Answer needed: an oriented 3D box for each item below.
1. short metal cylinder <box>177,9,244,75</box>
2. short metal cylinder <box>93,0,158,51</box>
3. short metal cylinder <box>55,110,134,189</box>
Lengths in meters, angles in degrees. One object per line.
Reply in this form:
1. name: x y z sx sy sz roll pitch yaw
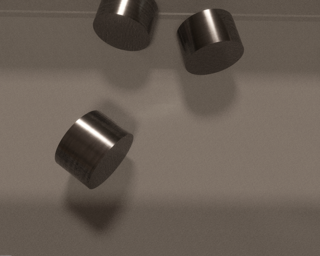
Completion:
1. short metal cylinder: 0.068 -0.115 0.423 0.081 0.080 0.050 -11 71 -5
2. short metal cylinder: -0.048 -0.153 0.436 0.080 0.080 0.050 12 71 4
3. short metal cylinder: -0.077 0.026 0.370 0.050 0.080 0.080 35 74 11
